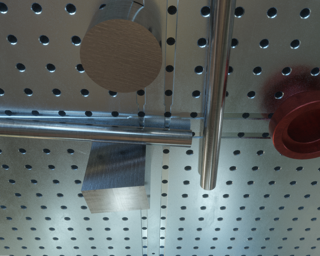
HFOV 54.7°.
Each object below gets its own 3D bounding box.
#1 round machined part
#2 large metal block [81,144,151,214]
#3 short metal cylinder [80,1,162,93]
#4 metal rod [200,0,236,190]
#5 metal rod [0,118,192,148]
[{"bbox_3d":[0.189,-0.008,0.397,0.099,0.042,0.097,-1,130,0],"label":"round machined part"},{"bbox_3d":[-0.057,0.068,0.433,0.080,0.080,0.050,-5,130,4],"label":"large metal block"},{"bbox_3d":[-0.038,-0.084,0.323,0.081,0.050,0.079,-1,130,0],"label":"short metal cylinder"},{"bbox_3d":[0.069,-0.025,0.391,0.025,0.025,0.298,-2,130,1],"label":"metal rod"},{"bbox_3d":[-0.108,0.005,0.414,0.302,0.025,0.025,4,130,-4],"label":"metal rod"}]
